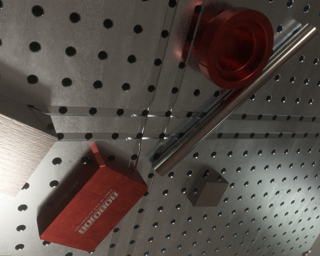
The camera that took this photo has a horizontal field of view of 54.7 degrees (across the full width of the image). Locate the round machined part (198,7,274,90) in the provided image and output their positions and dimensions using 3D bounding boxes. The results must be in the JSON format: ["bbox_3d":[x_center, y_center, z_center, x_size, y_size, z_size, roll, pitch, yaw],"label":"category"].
[{"bbox_3d":[0.089,-0.101,0.389,0.099,0.042,0.097,-14,125,-21],"label":"round machined part"}]

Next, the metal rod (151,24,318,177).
[{"bbox_3d":[0.106,-0.039,0.447,0.300,0.025,0.025,-42,130,1],"label":"metal rod"}]

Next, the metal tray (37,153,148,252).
[{"bbox_3d":[-0.091,0.105,0.425,0.130,0.030,0.090,-49,129,6],"label":"metal tray"}]

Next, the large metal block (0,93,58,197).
[{"bbox_3d":[-0.165,0.014,0.314,0.080,0.050,0.080,31,101,-38],"label":"large metal block"}]

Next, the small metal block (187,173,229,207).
[{"bbox_3d":[0.081,0.105,0.523,0.050,0.025,0.050,9,114,-33],"label":"small metal block"}]
